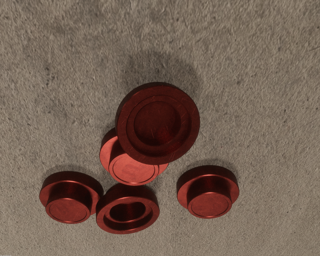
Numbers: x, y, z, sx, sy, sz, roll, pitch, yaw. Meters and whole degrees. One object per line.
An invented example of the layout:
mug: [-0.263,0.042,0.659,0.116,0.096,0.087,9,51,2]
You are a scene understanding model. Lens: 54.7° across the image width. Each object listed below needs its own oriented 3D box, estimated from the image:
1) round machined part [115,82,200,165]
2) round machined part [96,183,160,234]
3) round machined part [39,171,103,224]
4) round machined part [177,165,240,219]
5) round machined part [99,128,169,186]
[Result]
round machined part: [-0.005,-0.008,0.374,0.099,0.042,0.097,-5,111,-12]
round machined part: [-0.052,0.124,0.494,0.099,0.042,0.097,-7,131,-8]
round machined part: [-0.142,0.116,0.493,0.099,0.042,0.097,0,130,0]
round machined part: [0.076,0.107,0.488,0.099,0.042,0.097,-1,130,0]
round machined part: [-0.035,0.043,0.433,0.099,0.042,0.097,-1,130,0]
